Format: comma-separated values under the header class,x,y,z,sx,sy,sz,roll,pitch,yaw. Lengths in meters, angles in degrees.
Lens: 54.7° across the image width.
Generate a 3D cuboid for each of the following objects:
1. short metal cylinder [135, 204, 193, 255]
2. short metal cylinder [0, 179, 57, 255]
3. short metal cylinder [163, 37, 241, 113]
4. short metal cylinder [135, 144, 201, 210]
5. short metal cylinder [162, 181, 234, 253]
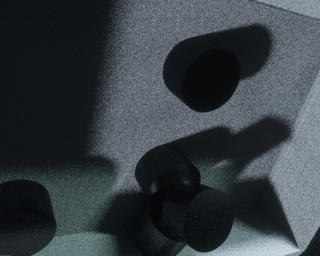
class,x,y,z,sx,sy,sz,roll,pitch,yaw
short metal cylinder,0.010,0.146,0.464,0.081,0.080,0.050,7,131,-32
short metal cylinder,-0.169,0.109,0.368,0.081,0.050,0.079,-14,125,-21
short metal cylinder,0.051,-0.066,0.381,0.081,0.050,0.079,-14,125,-21
short metal cylinder,0.011,0.070,0.444,0.081,0.050,0.079,-14,124,-21
short metal cylinder,0.050,0.115,0.408,0.081,0.050,0.079,-1,93,-30
